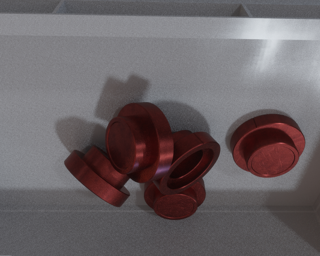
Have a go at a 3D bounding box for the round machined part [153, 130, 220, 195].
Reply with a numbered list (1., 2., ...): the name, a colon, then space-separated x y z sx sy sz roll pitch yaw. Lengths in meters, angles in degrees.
1. round machined part: 0.029 0.041 0.414 0.099 0.042 0.097 -27 145 -20

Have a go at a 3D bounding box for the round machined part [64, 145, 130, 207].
1. round machined part: -0.078 0.060 0.424 0.042 0.098 0.098 -50 121 -6

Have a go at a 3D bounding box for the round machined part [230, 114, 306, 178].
1. round machined part: 0.150 0.031 0.427 0.099 0.042 0.097 -1 130 0

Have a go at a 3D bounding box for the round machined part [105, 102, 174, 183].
1. round machined part: -0.031 0.018 0.372 0.042 0.098 0.097 -7 139 -38

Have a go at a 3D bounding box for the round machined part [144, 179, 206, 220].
1. round machined part: 0.024 0.110 0.492 0.099 0.042 0.097 -1 130 0
